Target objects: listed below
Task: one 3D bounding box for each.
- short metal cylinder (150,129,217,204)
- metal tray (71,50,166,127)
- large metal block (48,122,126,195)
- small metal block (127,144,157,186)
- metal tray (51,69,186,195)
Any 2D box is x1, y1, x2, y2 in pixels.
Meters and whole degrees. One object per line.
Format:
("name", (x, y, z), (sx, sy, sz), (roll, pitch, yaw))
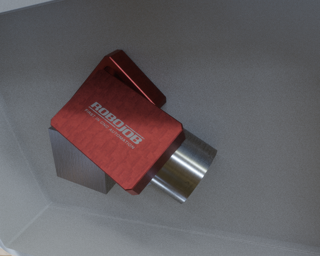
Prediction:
("short metal cylinder", (0.027, 0.046, 0.385), (0.050, 0.080, 0.079), (34, 129, 5))
("metal tray", (-0.065, -0.030, 0.417), (0.090, 0.030, 0.129), (47, 129, -5))
("large metal block", (-0.095, 0.032, 0.417), (0.080, 0.050, 0.079), (15, 125, 19))
("small metal block", (-0.017, 0.051, 0.446), (0.050, 0.025, 0.050), (-32, 101, 38))
("metal tray", (-0.048, 0.001, 0.352), (0.130, 0.090, 0.030), (36, 168, 22))
